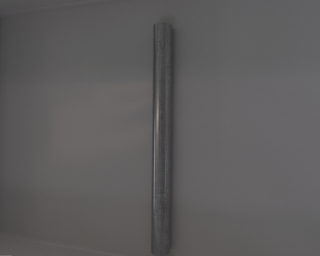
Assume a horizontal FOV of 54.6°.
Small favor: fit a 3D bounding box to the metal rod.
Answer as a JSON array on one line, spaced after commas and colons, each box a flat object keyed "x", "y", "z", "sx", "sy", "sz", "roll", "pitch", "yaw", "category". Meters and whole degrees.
[{"x": 0.002, "y": 0.014, "z": 0.410, "sx": 0.025, "sy": 0.025, "sz": 0.298, "roll": 1, "pitch": 90, "yaw": 20, "category": "metal rod"}]
